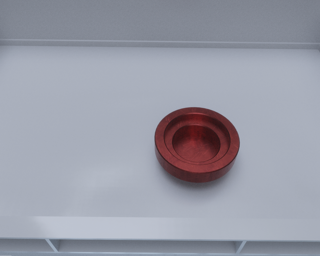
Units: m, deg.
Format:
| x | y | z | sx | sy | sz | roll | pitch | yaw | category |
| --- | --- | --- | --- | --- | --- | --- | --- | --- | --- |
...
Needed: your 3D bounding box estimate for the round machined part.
| x | y | z | sx | sy | sz | roll | pitch | yaw | category |
| --- | --- | --- | --- | --- | --- | --- | --- | --- | --- |
| 0.043 | 0.024 | 0.375 | 0.099 | 0.042 | 0.098 | 0 | 50 | 0 | round machined part |
